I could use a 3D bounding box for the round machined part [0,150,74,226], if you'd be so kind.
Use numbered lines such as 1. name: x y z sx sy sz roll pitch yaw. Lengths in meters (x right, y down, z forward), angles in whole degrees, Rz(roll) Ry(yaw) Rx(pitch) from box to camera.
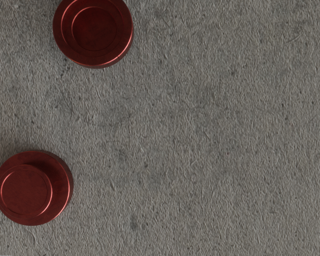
1. round machined part: -0.166 0.079 0.400 0.099 0.042 0.097 0 90 0

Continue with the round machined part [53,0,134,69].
1. round machined part: -0.083 -0.125 0.401 0.099 0.042 0.097 0 90 0
